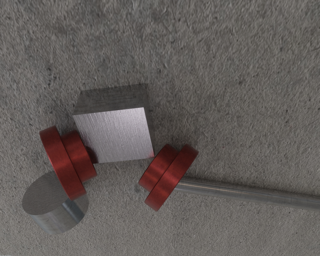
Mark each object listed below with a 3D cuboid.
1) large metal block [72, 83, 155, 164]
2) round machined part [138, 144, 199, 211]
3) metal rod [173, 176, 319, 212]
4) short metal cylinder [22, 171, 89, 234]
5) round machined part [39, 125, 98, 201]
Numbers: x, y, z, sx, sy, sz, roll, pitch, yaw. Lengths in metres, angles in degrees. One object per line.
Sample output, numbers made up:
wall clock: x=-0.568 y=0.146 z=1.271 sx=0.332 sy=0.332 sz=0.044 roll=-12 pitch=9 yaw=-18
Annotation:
large metal block: x=-0.052 y=-0.004 z=0.387 sx=0.080 sy=0.050 sz=0.080 roll=-6 pitch=130 yaw=5
round machined part: x=0.007 y=0.060 z=0.419 sx=0.042 sy=0.098 sz=0.097 roll=35 pitch=126 yaw=7
metal rod: x=0.130 y=0.104 z=0.496 sx=0.302 sy=0.025 sz=0.025 roll=10 pitch=130 yaw=-9
short metal cylinder: x=-0.154 y=0.109 z=0.463 sx=0.080 sy=0.080 sz=0.050 roll=-12 pitch=129 yaw=9
round machined part: x=-0.114 y=0.041 z=0.401 sx=0.042 sy=0.098 sz=0.097 roll=-25 pitch=132 yaw=-16
